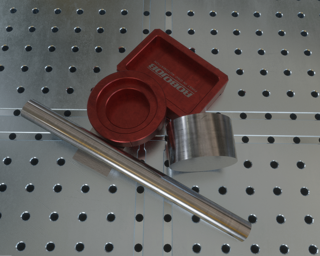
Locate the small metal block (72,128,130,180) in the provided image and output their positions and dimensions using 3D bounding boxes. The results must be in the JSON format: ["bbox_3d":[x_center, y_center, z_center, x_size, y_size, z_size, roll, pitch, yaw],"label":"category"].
[{"bbox_3d":[-0.075,0.032,0.399,0.050,0.025,0.050,27,72,9],"label":"small metal block"}]

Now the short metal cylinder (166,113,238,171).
[{"bbox_3d":[0.049,0.020,0.374,0.081,0.080,0.050,-4,70,-2],"label":"short metal cylinder"}]

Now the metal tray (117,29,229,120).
[{"bbox_3d":[0.017,-0.070,0.434,0.130,0.030,0.090,38,74,12],"label":"metal tray"}]

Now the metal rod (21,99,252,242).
[{"bbox_3d":[-0.029,0.050,0.371,0.301,0.025,0.025,30,72,1],"label":"metal rod"}]

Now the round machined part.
[{"bbox_3d":[-0.041,-0.022,0.402,0.099,0.042,0.098,0,70,1],"label":"round machined part"}]
